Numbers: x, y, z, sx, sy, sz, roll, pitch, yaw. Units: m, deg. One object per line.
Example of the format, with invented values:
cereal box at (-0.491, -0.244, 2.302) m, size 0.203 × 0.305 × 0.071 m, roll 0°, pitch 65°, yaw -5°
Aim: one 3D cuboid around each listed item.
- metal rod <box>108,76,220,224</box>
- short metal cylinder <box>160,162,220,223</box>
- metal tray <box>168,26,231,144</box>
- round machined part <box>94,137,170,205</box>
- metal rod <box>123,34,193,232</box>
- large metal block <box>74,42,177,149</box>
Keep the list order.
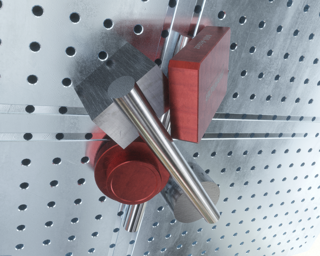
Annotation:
metal rod at (0.024, 0.050, 0.365) m, size 0.025 × 0.025 × 0.300 m, roll -37°, pitch 138°, yaw -4°
short metal cylinder at (0.046, 0.101, 0.485) m, size 0.081 × 0.050 × 0.079 m, roll -14°, pitch 125°, yaw -21°
metal tray at (0.049, -0.054, 0.352) m, size 0.131 × 0.030 × 0.089 m, roll -53°, pitch 146°, yaw -50°
round machined part at (-0.035, 0.060, 0.399) m, size 0.099 × 0.042 × 0.097 m, roll -4°, pitch 117°, yaw -8°
metal rod at (-0.005, 0.023, 0.424) m, size 0.025 × 0.025 × 0.298 m, roll 2°, pitch 117°, yaw -30°
large metal block at (-0.037, -0.038, 0.334) m, size 0.080 × 0.080 × 0.050 m, roll -41°, pitch 130°, yaw 0°
